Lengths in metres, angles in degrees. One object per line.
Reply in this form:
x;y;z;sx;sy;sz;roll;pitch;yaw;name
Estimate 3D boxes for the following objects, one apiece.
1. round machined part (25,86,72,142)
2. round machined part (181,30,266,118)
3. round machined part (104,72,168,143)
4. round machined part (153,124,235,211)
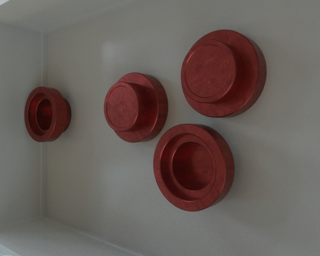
-0.198;-0.024;0.557;0.098;0.042;0.097;0;90;37;round machined part
0.062;-0.060;0.344;0.098;0.042;0.097;0;90;40;round machined part
-0.040;-0.028;0.429;0.098;0.042;0.097;0;90;40;round machined part
0.042;0.044;0.361;0.098;0.042;0.097;0;90;40;round machined part
